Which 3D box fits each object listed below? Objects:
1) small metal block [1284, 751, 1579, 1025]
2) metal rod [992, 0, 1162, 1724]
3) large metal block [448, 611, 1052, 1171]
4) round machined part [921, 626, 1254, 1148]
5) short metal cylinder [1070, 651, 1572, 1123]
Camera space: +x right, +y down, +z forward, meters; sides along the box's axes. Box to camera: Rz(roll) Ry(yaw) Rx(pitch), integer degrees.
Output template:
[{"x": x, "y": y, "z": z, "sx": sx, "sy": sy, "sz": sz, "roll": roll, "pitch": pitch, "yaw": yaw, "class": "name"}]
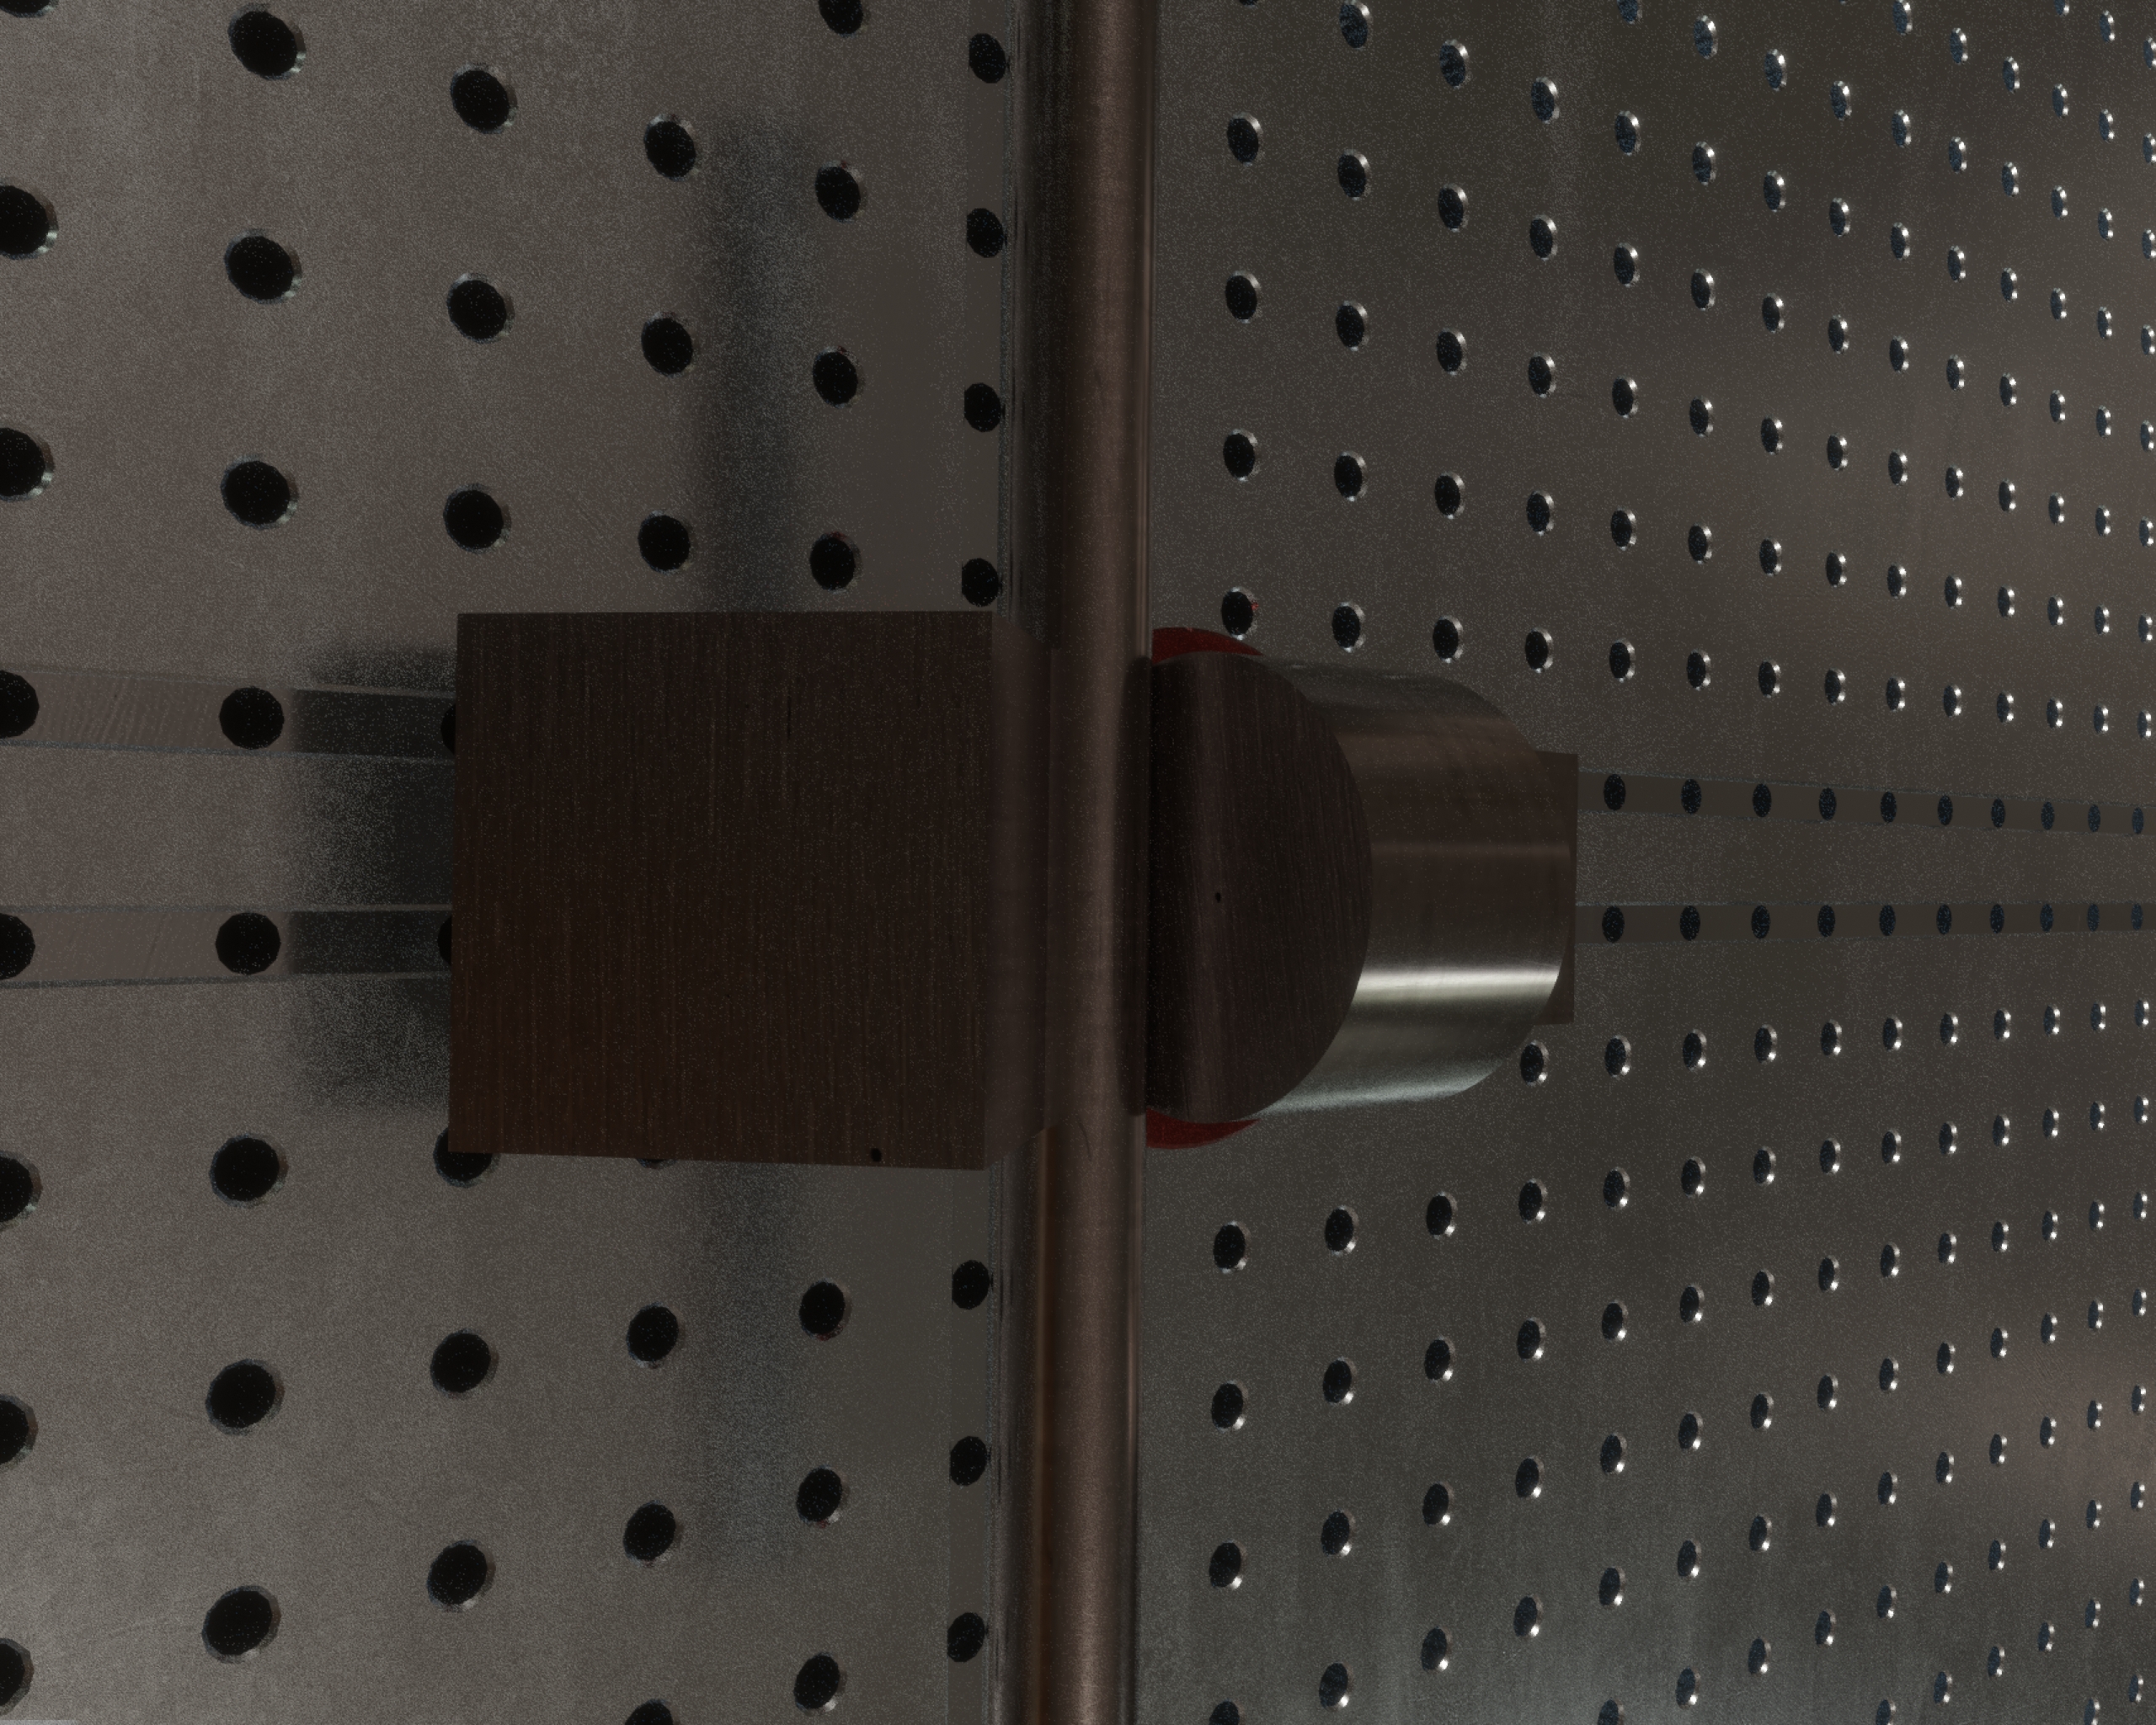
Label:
[{"x": 0.066, "y": 0.004, "z": 0.396, "sx": 0.025, "sy": 0.050, "sz": 0.050, "roll": 2, "pitch": 89, "yaw": -40, "class": "small metal block"}, {"x": 0.000, "y": -0.003, "z": 0.357, "sx": 0.025, "sy": 0.025, "sz": 0.298, "roll": 1, "pitch": 89, "yaw": -40, "class": "metal rod"}, {"x": -0.049, "y": 0.004, "z": 0.327, "sx": 0.050, "sy": 0.080, "sz": 0.079, "roll": 4, "pitch": 87, "yaw": -81, "class": "large metal block"}, {"x": 0.008, "y": 0.004, "z": 0.405, "sx": 0.099, "sy": 0.042, "sz": 0.097, "roll": 0, "pitch": 90, "yaw": -40, "class": "round machined part"}, {"x": 0.039, "y": 0.004, "z": 0.369, "sx": 0.050, "sy": 0.080, "sz": 0.079, "roll": 1, "pitch": 90, "yaw": -40, "class": "short metal cylinder"}]
